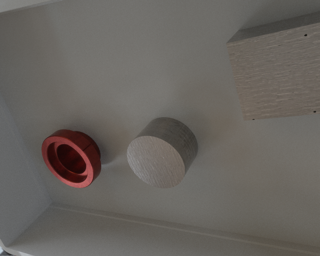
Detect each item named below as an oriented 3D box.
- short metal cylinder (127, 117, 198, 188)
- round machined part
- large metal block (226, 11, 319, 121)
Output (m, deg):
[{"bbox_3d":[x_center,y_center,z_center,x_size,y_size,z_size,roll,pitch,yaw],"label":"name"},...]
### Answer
[{"bbox_3d":[0.004,0.032,0.409,0.080,0.050,0.079,13,124,20],"label":"short metal cylinder"},{"bbox_3d":[-0.135,0.044,0.494,0.098,0.042,0.097,13,124,20],"label":"round machined part"},{"bbox_3d":[0.117,-0.057,0.295,0.080,0.050,0.080,-5,116,30],"label":"large metal block"}]
